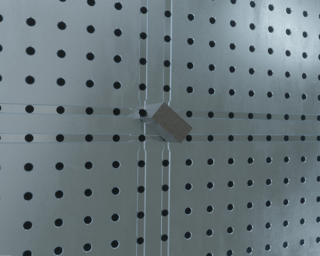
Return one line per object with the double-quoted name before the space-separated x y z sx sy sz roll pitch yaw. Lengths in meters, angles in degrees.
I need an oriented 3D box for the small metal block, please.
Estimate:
"small metal block" 0.007 -0.006 0.403 0.050 0.050 0.025 42 77 -16
